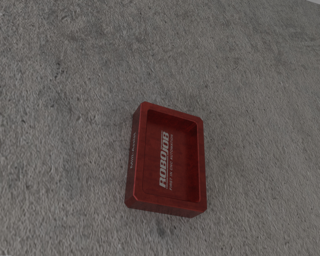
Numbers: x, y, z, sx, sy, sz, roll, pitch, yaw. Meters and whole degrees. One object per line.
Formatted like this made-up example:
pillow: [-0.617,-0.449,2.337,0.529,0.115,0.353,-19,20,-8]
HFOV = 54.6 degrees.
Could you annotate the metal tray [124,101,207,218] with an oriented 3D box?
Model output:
metal tray: [0.009,0.037,0.382,0.091,0.030,0.130,15,56,-20]
